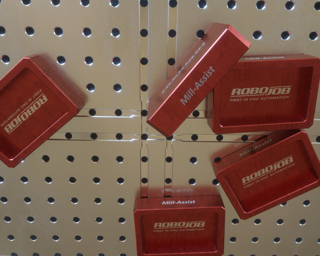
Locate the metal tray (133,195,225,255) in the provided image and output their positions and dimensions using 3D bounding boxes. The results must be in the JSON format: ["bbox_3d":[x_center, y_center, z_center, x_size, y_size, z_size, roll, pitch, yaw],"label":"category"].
[{"bbox_3d":[0.029,0.150,0.465,0.131,0.030,0.089,-2,110,1],"label":"metal tray"}]

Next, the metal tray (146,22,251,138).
[{"bbox_3d":[0.038,-0.058,0.357,0.030,0.090,0.130,38,106,-13],"label":"metal tray"}]

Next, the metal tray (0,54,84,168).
[{"bbox_3d":[-0.177,-0.020,0.402,0.130,0.030,0.090,-38,106,12],"label":"metal tray"}]

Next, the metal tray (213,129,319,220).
[{"bbox_3d":[0.152,0.063,0.434,0.130,0.030,0.090,-28,108,10],"label":"metal tray"}]

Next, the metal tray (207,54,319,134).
[{"bbox_3d":[0.127,-0.042,0.389,0.131,0.030,0.089,-4,111,-4],"label":"metal tray"}]
